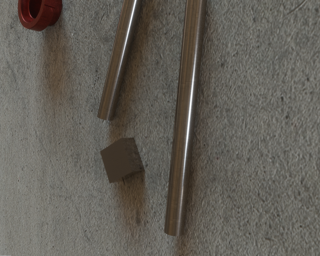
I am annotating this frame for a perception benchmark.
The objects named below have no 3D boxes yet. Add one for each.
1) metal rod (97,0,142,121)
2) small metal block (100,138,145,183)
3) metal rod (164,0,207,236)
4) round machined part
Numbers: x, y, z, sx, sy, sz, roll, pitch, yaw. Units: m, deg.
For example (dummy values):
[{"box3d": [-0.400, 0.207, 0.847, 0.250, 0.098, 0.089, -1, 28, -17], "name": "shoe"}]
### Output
[{"box3d": [-0.044, -0.155, 0.439, 0.025, 0.025, 0.298, 25, 105, 37], "name": "metal rod"}, {"box3d": [-0.055, 0.047, 0.448, 0.050, 0.025, 0.050, -31, 71, 35], "name": "small metal block"}, {"box3d": [0.031, -0.018, 0.377, 0.025, 0.025, 0.298, 9, 96, 39], "name": "metal rod"}, {"box3d": [-0.217, -0.227, 0.569, 0.098, 0.042, 0.097, 0, 90, 39], "name": "round machined part"}]
